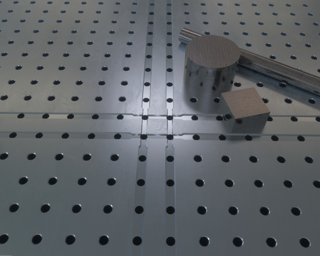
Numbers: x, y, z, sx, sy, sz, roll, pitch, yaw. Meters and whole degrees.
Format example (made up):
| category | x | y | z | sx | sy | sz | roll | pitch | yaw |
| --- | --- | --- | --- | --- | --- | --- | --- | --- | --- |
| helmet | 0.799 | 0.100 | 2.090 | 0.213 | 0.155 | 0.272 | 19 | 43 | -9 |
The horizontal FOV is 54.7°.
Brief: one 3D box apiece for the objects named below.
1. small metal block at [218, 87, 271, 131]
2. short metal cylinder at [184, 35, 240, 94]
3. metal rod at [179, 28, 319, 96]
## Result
| category | x | y | z | sx | sy | sz | roll | pitch | yaw |
| --- | --- | --- | --- | --- | --- | --- | --- | --- | --- |
| small metal block | 0.116 | -0.027 | 0.431 | 0.050 | 0.025 | 0.050 | -11 | 51 | -9 |
| short metal cylinder | 0.078 | -0.098 | 0.474 | 0.081 | 0.050 | 0.080 | 0 | 50 | 0 |
| metal rod | 0.164 | -0.100 | 0.492 | 0.300 | 0.025 | 0.025 | 27 | 55 | 21 |
